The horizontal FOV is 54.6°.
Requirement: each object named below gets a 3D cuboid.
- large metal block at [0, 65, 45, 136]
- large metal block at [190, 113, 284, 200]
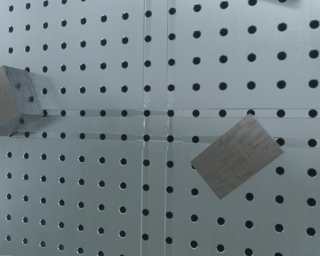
[{"bbox_3d":[-0.241,-0.040,0.485,0.080,0.050,0.080,-26,81,18],"label":"large metal block"},{"bbox_3d":[0.090,0.030,0.352,0.080,0.080,0.050,-42,77,15],"label":"large metal block"}]
